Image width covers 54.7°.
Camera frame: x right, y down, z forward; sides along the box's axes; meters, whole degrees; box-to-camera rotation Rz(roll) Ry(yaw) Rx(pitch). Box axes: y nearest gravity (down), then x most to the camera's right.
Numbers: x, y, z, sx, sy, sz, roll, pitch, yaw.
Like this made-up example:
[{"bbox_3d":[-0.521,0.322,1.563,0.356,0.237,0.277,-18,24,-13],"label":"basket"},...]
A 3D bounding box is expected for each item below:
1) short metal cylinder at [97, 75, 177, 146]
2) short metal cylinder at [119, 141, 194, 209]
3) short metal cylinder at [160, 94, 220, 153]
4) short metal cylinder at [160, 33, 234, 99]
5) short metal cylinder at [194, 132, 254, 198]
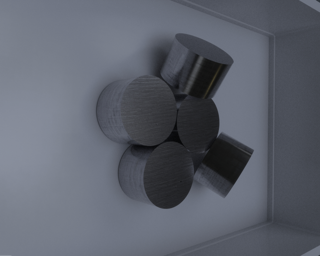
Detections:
[{"bbox_3d":[-0.026,-0.020,0.367,0.081,0.050,0.079,0,90,-40],"label":"short metal cylinder"},{"bbox_3d":[-0.004,0.056,0.387,0.081,0.050,0.079,0,90,-40],"label":"short metal cylinder"},{"bbox_3d":[0.035,-0.007,0.419,0.081,0.050,0.079,0,90,-40],"label":"short metal cylinder"},{"bbox_3d":[0.047,-0.081,0.400,0.081,0.080,0.050,-4,131,-40],"label":"short metal cylinder"},{"bbox_3d":[0.090,0.052,0.439,0.080,0.050,0.080,-54,166,-20],"label":"short metal cylinder"}]
